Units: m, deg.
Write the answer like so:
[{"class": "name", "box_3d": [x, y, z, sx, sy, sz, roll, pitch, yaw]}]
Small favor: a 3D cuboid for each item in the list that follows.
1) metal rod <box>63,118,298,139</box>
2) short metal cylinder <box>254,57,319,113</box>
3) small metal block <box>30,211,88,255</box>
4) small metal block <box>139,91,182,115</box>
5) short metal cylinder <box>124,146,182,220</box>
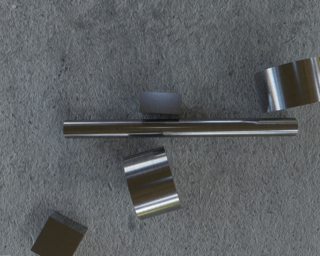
[{"class": "metal rod", "box_3d": [0.027, 0.000, 0.410, 0.302, 0.025, 0.025, -1, 90, -1]}, {"class": "short metal cylinder", "box_3d": [0.163, -0.052, 0.385, 0.080, 0.080, 0.050, -13, 90, 0]}, {"class": "small metal block", "box_3d": [-0.132, 0.147, 0.408, 0.050, 0.025, 0.050, 29, 90, -1]}, {"class": "small metal block", "box_3d": [0.001, -0.030, 0.398, 0.050, 0.050, 0.025, 3, 90, -1]}, {"class": "short metal cylinder", "box_3d": [-0.009, 0.067, 0.382, 0.050, 0.080, 0.080, -16, 90, 0]}]
